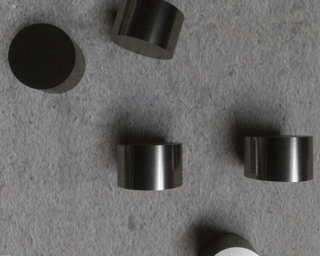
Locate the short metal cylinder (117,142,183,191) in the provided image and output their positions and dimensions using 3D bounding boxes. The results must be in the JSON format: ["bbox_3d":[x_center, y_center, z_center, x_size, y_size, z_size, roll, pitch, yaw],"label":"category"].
[{"bbox_3d":[-0.012,0.044,0.382,0.081,0.080,0.050,0,90,-1],"label":"short metal cylinder"}]

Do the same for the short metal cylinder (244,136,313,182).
[{"bbox_3d":[0.146,0.035,0.385,0.081,0.080,0.050,-1,90,-1],"label":"short metal cylinder"}]

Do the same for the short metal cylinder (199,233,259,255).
[{"bbox_3d":[0.093,0.184,0.399,0.081,0.050,0.079,0,90,-1],"label":"short metal cylinder"}]

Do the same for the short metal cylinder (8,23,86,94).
[{"bbox_3d":[-0.141,-0.086,0.396,0.081,0.050,0.079,0,90,-1],"label":"short metal cylinder"}]

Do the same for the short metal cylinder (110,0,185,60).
[{"bbox_3d":[-0.016,-0.122,0.382,0.080,0.080,0.050,17,90,-1],"label":"short metal cylinder"}]
